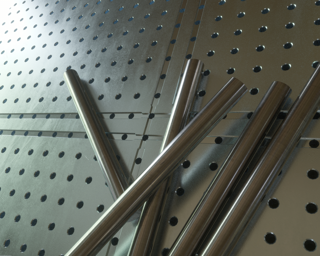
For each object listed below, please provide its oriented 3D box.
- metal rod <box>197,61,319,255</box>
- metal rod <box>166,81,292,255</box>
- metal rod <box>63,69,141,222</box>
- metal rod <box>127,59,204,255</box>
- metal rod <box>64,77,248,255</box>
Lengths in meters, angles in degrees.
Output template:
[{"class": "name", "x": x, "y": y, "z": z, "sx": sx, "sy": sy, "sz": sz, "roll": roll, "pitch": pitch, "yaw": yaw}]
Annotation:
[{"class": "metal rod", "x": 0.121, "y": 0.030, "z": 0.326, "sx": 0.025, "sy": 0.025, "sz": 0.300, "roll": 27, "pitch": 76, "yaw": 37}, {"class": "metal rod", "x": 0.059, "y": 0.074, "z": 0.331, "sx": 0.025, "sy": 0.025, "sz": 0.300, "roll": 25, "pitch": 75, "yaw": 37}, {"class": "metal rod", "x": -0.096, "y": 0.005, "z": 0.456, "sx": 0.025, "sy": 0.025, "sz": 0.300, "roll": -36, "pitch": 51, "yaw": 4}, {"class": "metal rod", "x": 0.008, "y": 0.042, "z": 0.379, "sx": 0.025, "sy": 0.025, "sz": 0.300, "roll": 4, "pitch": 63, "yaw": 30}, {"class": "metal rod", "x": -0.011, "y": 0.059, "z": 0.345, "sx": 0.300, "sy": 0.025, "sz": 0.025, "roll": -47, "pitch": 51, "yaw": -5}]
